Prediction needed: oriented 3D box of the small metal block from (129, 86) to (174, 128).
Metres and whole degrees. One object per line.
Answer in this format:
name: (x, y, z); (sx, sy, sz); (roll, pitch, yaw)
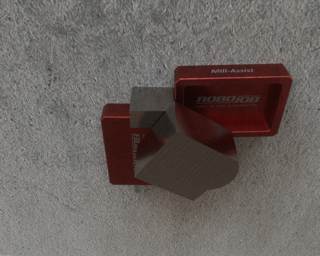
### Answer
small metal block: (-0.009, -0.026, 0.371); (0.050, 0.050, 0.025); (1, 130, -1)

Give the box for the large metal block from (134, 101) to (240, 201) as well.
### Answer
large metal block: (0.028, 0.029, 0.350); (0.080, 0.050, 0.080); (26, 126, -21)

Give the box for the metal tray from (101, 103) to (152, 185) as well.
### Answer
metal tray: (-0.028, 0.026, 0.429); (0.091, 0.030, 0.129); (1, 130, -1)

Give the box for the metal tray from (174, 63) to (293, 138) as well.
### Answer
metal tray: (0.083, -0.031, 0.380); (0.131, 0.030, 0.089); (-1, 130, 1)

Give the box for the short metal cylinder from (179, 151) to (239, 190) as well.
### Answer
short metal cylinder: (0.063, 0.041, 0.427); (0.080, 0.050, 0.079); (0, 130, 0)
